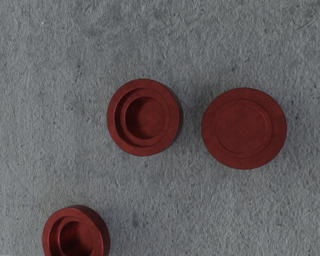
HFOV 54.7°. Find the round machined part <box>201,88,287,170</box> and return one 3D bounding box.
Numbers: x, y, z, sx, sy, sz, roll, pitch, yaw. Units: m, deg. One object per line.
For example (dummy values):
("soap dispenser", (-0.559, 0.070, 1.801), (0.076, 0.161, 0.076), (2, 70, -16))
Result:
("round machined part", (0.097, 0.001, 0.366), (0.098, 0.042, 0.097), (0, 90, 20))

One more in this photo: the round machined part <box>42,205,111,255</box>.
("round machined part", (-0.114, 0.157, 0.440), (0.098, 0.042, 0.097), (0, 90, 20))

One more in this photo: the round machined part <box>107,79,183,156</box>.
("round machined part", (-0.016, -0.013, 0.406), (0.098, 0.042, 0.097), (0, 90, 20))
